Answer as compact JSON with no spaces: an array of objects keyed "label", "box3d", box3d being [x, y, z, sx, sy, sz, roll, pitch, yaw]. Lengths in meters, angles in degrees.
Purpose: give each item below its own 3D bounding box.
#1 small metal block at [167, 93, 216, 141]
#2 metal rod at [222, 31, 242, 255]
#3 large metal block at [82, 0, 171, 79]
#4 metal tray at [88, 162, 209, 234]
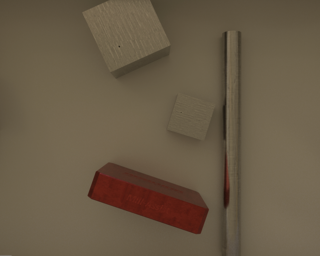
[{"label":"small metal block","box3d":[0.040,-0.015,0.412,0.050,0.025,0.050,17,90,-1]},{"label":"metal rod","box3d":[0.095,0.023,0.412,0.025,0.025,0.298,0,90,-1]},{"label":"large metal block","box3d":[-0.040,-0.120,0.398,0.080,0.050,0.080,-25,90,-1]},{"label":"metal tray","box3d":[-0.013,0.081,0.378,0.131,0.090,0.030,19,90,-1]}]
